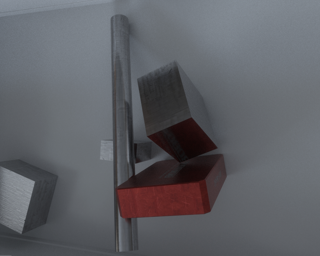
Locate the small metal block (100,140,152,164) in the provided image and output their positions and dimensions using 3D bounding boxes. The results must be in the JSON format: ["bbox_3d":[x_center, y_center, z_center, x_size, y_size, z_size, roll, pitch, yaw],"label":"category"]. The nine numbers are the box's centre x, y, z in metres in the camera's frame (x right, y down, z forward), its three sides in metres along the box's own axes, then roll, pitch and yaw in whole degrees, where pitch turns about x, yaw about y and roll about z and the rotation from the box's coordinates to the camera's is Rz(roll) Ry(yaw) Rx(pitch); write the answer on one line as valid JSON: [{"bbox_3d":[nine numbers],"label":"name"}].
[{"bbox_3d":[-0.044,0.030,0.412,0.050,0.050,0.025,4,92,19],"label":"small metal block"}]

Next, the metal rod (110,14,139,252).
[{"bbox_3d":[-0.046,-0.009,0.380,0.025,0.025,0.299,-11,69,19],"label":"metal rod"}]

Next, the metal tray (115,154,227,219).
[{"bbox_3d":[0.020,0.060,0.346,0.090,0.130,0.030,-9,93,19],"label":"metal tray"}]

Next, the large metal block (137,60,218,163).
[{"bbox_3d":[0.021,-0.017,0.359,0.050,0.080,0.080,-24,55,18],"label":"large metal block"}]

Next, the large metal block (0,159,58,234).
[{"bbox_3d":[-0.213,0.101,0.470,0.080,0.050,0.080,18,96,18],"label":"large metal block"}]
